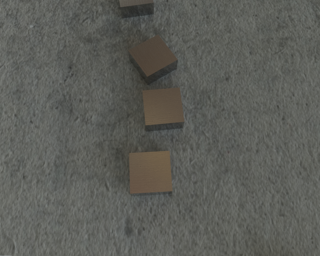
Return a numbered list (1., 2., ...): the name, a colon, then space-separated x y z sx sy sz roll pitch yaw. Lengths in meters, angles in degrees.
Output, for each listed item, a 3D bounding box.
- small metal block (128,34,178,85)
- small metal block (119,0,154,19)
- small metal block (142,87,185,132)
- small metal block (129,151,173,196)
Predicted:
1. small metal block: -0.010 -0.098 0.444 0.050 0.025 0.050 -32 73 -11
2. small metal block: -0.039 -0.202 0.482 0.050 0.025 0.050 -9 70 -4
3. small metal block: 0.004 -0.025 0.417 0.050 0.025 0.050 -5 70 -3
4. small metal block: -0.012 0.057 0.387 0.050 0.025 0.050 -3 70 -2
